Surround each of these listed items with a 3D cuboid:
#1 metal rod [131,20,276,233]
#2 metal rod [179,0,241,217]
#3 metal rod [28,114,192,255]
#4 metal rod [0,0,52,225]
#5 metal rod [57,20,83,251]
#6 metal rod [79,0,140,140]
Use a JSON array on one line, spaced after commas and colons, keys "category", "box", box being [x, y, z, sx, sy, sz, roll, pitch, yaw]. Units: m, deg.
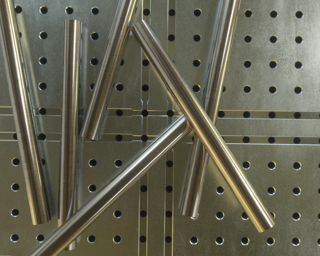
[{"category": "metal rod", "box": [0.049, -0.010, 0.390, 0.025, 0.025, 0.299, -31, 81, 0]}, {"category": "metal rod", "box": [0.067, -0.032, 0.413, 0.025, 0.025, 0.299, 11, 90, 0]}, {"category": "metal rod", "box": [-0.070, 0.090, 0.395, 0.300, 0.025, 0.025, -43, 90, -7]}, {"category": "metal rod", "box": [-0.182, -0.023, 0.412, 0.025, 0.025, 0.299, -10, 90, 0]}, {"category": "metal rod", "box": [-0.120, 0.009, 0.412, 0.025, 0.025, 0.298, 2, 90, 0]}, {"category": "metal rod", "box": [-0.052, -0.130, 0.412, 0.025, 0.025, 0.299, 17, 90, 0]}]
